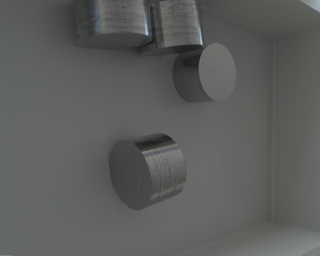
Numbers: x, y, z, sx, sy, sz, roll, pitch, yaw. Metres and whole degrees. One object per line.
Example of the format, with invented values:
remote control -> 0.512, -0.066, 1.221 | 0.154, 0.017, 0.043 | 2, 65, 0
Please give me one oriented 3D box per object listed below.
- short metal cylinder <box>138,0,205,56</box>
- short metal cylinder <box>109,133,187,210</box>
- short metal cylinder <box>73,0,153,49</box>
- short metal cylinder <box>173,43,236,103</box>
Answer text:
short metal cylinder -> 0.013, -0.121, 0.383 | 0.081, 0.080, 0.050 | -13, 99, -40
short metal cylinder -> -0.016, 0.049, 0.360 | 0.050, 0.080, 0.079 | -11, 97, -40
short metal cylinder -> -0.050, -0.117, 0.330 | 0.081, 0.080, 0.050 | -8, 95, -40
short metal cylinder -> 0.065, -0.077, 0.447 | 0.081, 0.050, 0.079 | 0, 90, -40
